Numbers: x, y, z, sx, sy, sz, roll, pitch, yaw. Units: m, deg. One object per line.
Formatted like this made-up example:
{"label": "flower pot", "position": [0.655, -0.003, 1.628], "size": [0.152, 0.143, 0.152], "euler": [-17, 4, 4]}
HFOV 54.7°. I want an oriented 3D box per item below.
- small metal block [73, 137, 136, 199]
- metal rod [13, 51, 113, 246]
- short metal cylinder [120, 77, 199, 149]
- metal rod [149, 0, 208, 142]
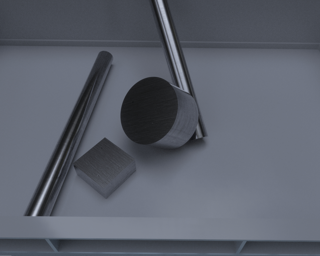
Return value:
{"label": "small metal block", "position": [-0.064, 0.046, 0.365], "size": [0.050, 0.025, 0.050], "euler": [33, 57, 24]}
{"label": "metal rod", "position": [-0.111, -0.001, 0.404], "size": [0.025, 0.025, 0.300], "euler": [7, 50, 5]}
{"label": "short metal cylinder", "position": [-0.001, -0.016, 0.376], "size": [0.080, 0.050, 0.080], "euler": [-7, 76, 32]}
{"label": "metal rod", "position": [0.011, -0.128, 0.422], "size": [0.025, 0.025, 0.299], "euler": [-13, 80, -11]}
